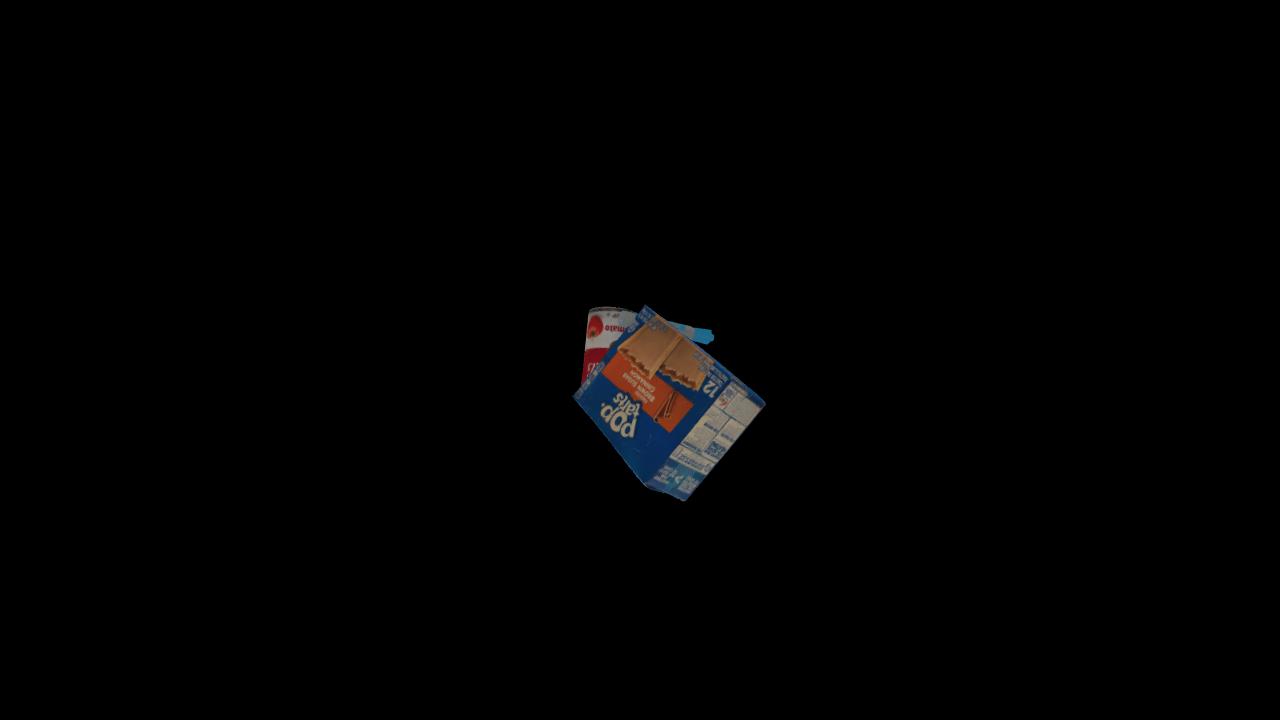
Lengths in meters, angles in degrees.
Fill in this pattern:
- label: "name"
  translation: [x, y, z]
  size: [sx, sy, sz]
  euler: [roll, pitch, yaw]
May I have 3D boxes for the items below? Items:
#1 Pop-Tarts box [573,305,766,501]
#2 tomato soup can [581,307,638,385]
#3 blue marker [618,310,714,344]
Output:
- label: "Pop-Tarts box"
  translation: [0.027, 0.044, 0.684]
  size: [0.083, 0.141, 0.167]
  euler: [33, 8, -44]
- label: "tomato soup can"
  translation: [-0.035, -0.009, 0.759]
  size: [0.068, 0.101, 0.068]
  euler: [5, -12, 1]
- label: "blue marker"
  translation: [0.033, -0.037, 0.731]
  size: [0.121, 0.020, 0.020]
  euler: [11, -4, -20]
